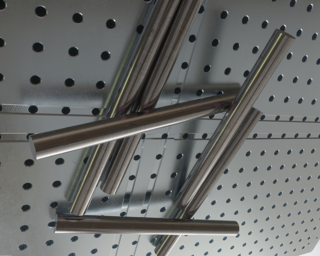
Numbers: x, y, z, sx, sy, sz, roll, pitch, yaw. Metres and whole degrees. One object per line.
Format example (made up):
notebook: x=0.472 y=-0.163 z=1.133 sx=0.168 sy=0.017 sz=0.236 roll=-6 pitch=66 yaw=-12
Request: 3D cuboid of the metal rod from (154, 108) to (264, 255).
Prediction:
metal rod: x=0.074 y=0.096 z=0.509 sx=0.025 sy=0.025 sz=0.299 roll=20 pitch=108 yaw=-36

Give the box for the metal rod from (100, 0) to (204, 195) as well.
metal rod: x=-0.010 y=-0.045 z=0.376 sx=0.025 sy=0.025 sz=0.298 roll=12 pitch=112 yaw=-34

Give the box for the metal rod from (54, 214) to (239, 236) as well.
metal rod: x=-0.005 y=0.151 z=0.477 sx=0.302 sy=0.025 sz=0.025 roll=10 pitch=114 yaw=-25

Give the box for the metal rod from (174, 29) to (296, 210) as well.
metal rod: x=0.088 y=0.008 z=0.429 sx=0.025 sy=0.025 sz=0.298 roll=5 pitch=127 yaw=-31

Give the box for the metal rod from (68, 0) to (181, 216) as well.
metal rod: x=-0.049 y=-0.018 z=0.372 sx=0.025 sy=0.025 sz=0.298 roll=14 pitch=111 yaw=-34

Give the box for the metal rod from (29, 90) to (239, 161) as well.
metal rod: x=0.004 y=-0.013 z=0.373 sx=0.302 sy=0.025 sz=0.025 roll=-14 pitch=125 yaw=-32
